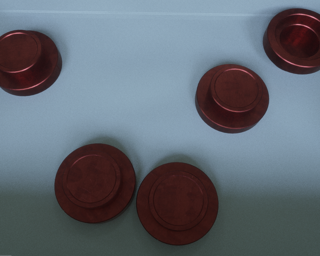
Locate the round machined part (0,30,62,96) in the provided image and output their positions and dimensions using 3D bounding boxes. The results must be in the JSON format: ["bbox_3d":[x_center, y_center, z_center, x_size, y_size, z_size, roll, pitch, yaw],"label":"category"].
[{"bbox_3d":[-0.193,-0.097,0.434,0.099,0.042,0.098,0,70,-1],"label":"round machined part"}]

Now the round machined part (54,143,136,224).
[{"bbox_3d":[-0.079,0.065,0.376,0.099,0.042,0.098,0,70,-1],"label":"round machined part"}]

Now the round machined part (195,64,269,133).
[{"bbox_3d":[0.099,-0.045,0.418,0.099,0.042,0.098,0,70,-1],"label":"round machined part"}]

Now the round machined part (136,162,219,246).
[{"bbox_3d":[0.021,0.088,0.369,0.099,0.042,0.098,0,70,-1],"label":"round machined part"}]

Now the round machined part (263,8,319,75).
[{"bbox_3d":[0.197,-0.120,0.447,0.099,0.042,0.098,0,70,-1],"label":"round machined part"}]
